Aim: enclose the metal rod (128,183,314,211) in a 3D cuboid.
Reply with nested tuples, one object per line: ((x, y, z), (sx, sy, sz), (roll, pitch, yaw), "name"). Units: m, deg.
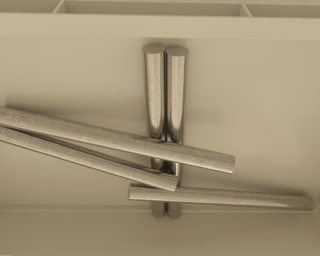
((0.102, 0.108, 0.478), (0.302, 0.025, 0.025), (7, 130, -14), "metal rod")

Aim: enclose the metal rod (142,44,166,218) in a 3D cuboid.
((-0.005, 0.028, 0.429), (0.025, 0.025, 0.298), (-1, 130, 0), "metal rod")

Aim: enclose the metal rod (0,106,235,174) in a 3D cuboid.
((-0.055, 0.016, 0.394), (0.302, 0.025, 0.025), (12, 129, -2), "metal rod")

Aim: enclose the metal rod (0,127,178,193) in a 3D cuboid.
((-0.121, 0.033, 0.417), (0.302, 0.025, 0.025), (18, 128, -9), "metal rod")

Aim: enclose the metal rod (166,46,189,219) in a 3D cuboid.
((0.021, 0.030, 0.431), (0.025, 0.025, 0.298), (-1, 130, 0), "metal rod")
